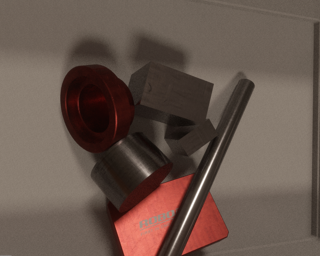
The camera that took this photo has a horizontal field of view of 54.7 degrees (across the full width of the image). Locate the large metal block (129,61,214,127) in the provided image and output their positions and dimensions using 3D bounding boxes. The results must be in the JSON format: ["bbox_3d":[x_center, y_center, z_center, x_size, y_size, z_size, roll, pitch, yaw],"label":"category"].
[{"bbox_3d":[0.007,-0.037,0.384,0.081,0.080,0.050,16,82,-20],"label":"large metal block"}]

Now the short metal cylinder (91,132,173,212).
[{"bbox_3d":[-0.031,0.050,0.356,0.080,0.080,0.050,-39,72,-16],"label":"short metal cylinder"}]

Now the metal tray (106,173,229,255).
[{"bbox_3d":[0.008,0.118,0.389,0.131,0.030,0.090,-14,63,-20],"label":"metal tray"}]

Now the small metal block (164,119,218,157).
[{"bbox_3d":[0.041,0.012,0.414,0.050,0.050,0.025,-34,101,-17],"label":"small metal block"}]

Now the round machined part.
[{"bbox_3d":[-0.067,-0.024,0.354,0.042,0.098,0.097,-20,98,-47],"label":"round machined part"}]

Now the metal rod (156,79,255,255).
[{"bbox_3d":[0.061,0.051,0.393,0.025,0.025,0.300,39,62,-16],"label":"metal rod"}]
